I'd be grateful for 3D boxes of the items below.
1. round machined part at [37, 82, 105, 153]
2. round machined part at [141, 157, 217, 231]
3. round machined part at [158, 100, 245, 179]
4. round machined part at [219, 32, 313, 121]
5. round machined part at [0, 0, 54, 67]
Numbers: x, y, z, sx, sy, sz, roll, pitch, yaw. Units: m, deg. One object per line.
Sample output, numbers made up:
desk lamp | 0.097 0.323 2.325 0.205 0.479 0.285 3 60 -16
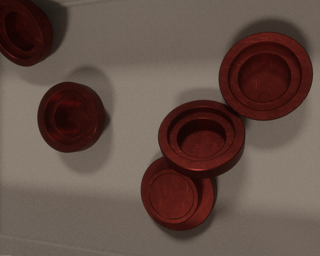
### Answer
round machined part | -0.121 -0.015 0.443 0.098 0.042 0.097 0 90 19
round machined part | 0.020 0.082 0.394 0.098 0.042 0.097 0 90 19
round machined part | 0.050 0.017 0.367 0.098 0.042 0.098 -6 53 8
round machined part | 0.121 -0.057 0.359 0.098 0.042 0.097 0 90 19
round machined part | -0.198 -0.143 0.455 0.098 0.042 0.097 12 124 19
